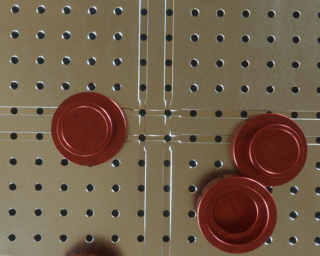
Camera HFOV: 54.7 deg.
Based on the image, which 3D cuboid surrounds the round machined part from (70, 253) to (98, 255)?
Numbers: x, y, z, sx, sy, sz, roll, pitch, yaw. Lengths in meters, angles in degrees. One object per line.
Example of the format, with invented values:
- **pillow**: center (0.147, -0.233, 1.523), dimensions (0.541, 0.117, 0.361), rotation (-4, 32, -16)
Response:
- **round machined part**: center (-0.099, 0.212, 0.404), dimensions (0.099, 0.042, 0.097), rotation (0, 90, -1)

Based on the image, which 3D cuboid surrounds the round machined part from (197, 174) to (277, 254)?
- **round machined part**: center (0.096, 0.107, 0.404), dimensions (0.099, 0.042, 0.097), rotation (0, 93, 1)

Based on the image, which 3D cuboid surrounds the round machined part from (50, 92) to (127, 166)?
- **round machined part**: center (-0.094, 0.001, 0.404), dimensions (0.099, 0.042, 0.097), rotation (0, 90, -1)

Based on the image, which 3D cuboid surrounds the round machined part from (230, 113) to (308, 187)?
- **round machined part**: center (0.146, 0.029, 0.407), dimensions (0.099, 0.042, 0.097), rotation (0, 90, -1)
